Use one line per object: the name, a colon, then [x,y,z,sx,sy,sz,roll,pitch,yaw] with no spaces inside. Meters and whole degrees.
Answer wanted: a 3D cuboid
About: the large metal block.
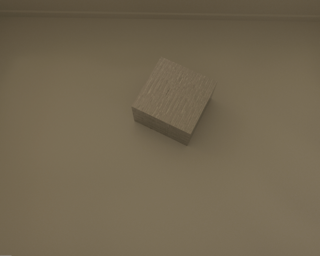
large metal block: [0.019,-0.034,0.409,0.080,0.050,0.080,26,72,8]
